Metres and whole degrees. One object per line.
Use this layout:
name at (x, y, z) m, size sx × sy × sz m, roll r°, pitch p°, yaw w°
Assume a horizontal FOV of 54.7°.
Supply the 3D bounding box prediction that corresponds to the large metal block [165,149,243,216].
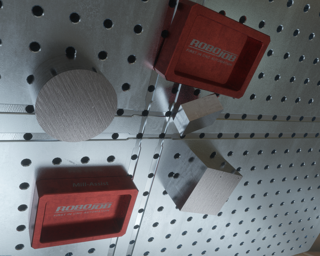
large metal block at (0.069, 0.087, 0.489) m, size 0.081 × 0.050 × 0.080 m, roll 18°, pitch 109°, yaw -36°

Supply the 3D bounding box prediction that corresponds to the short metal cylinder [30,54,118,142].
short metal cylinder at (-0.091, -0.032, 0.326) m, size 0.081 × 0.050 × 0.079 m, roll -14°, pitch 124°, yaw -21°

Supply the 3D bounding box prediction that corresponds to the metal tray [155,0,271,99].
metal tray at (0.068, -0.093, 0.389) m, size 0.131 × 0.030 × 0.089 m, roll 9°, pitch 114°, yaw -33°

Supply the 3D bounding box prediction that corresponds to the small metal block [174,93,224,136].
small metal block at (0.050, -0.017, 0.414) m, size 0.050 × 0.025 × 0.050 m, roll -20°, pitch 161°, yaw -17°

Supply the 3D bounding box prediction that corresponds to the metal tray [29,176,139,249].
metal tray at (-0.103, 0.113, 0.422) m, size 0.131 × 0.030 × 0.089 m, roll 3°, pitch 117°, yaw -30°
